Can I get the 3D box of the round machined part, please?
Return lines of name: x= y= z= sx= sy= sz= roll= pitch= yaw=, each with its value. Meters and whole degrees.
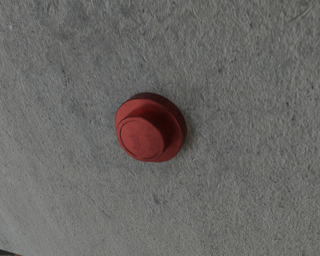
round machined part: x=-0.018 y=0.006 z=0.408 sx=0.098 sy=0.042 sz=0.097 roll=13 pitch=124 yaw=20
